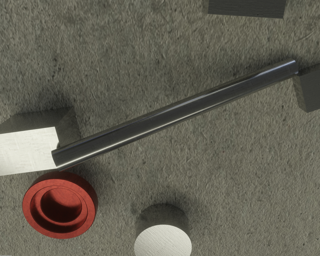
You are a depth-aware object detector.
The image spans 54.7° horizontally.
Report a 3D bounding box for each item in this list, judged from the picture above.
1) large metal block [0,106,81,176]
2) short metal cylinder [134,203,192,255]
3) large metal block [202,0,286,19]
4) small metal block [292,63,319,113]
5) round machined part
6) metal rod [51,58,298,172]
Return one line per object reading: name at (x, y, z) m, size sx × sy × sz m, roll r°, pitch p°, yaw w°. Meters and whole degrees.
large metal block at (-0.151, 0.013, 0.383) m, size 0.080 × 0.080 × 0.050 m, roll -8°, pitch 110°, yaw 2°
short metal cylinder at (0.004, 0.159, 0.455) m, size 0.081 × 0.050 × 0.079 m, roll 0°, pitch 110°, yaw -1°
large metal block at (0.093, -0.164, 0.337) m, size 0.081 × 0.050 × 0.079 m, roll 3°, pitch 110°, yaw -2°
small metal block at (0.201, -0.053, 0.393) m, size 0.050 × 0.025 × 0.050 m, roll -19°, pitch 109°, yaw 6°
round machined part at (-0.136, 0.103, 0.437) m, size 0.099 × 0.042 × 0.097 m, roll 0°, pitch 110°, yaw -1°
metal rod at (0.026, -0.020, 0.360) m, size 0.302 × 0.025 × 0.025 m, roll -22°, pitch 110°, yaw -10°
